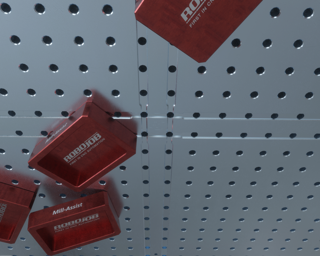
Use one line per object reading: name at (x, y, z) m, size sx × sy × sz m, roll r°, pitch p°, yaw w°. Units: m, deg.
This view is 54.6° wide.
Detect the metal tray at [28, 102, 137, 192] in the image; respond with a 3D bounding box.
metal tray at (-0.108, 0.032, 0.434) m, size 0.130 × 0.030 × 0.090 m, roll -35°, pitch 122°, yaw 26°

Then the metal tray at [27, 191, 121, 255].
metal tray at (-0.141, 0.163, 0.525) m, size 0.131 × 0.030 × 0.090 m, roll -16°, pitch 130°, yaw -5°

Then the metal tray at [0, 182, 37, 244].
metal tray at (-0.276, 0.145, 0.529) m, size 0.090 × 0.030 × 0.129 m, roll 23°, pitch 127°, yaw -18°

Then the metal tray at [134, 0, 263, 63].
metal tray at (0.048, -0.136, 0.293) m, size 0.090 × 0.030 × 0.129 m, roll 29°, pitch 124°, yaw -23°
